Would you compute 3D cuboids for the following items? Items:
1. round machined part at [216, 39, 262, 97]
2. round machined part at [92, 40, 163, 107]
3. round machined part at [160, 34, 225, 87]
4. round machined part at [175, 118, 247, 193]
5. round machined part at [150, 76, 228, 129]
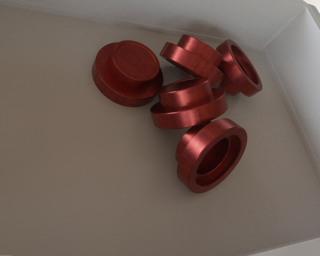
[{"bbox_3d":[0.121,-0.091,0.504,0.098,0.042,0.098,35,36,-32],"label":"round machined part"},{"bbox_3d":[-0.039,-0.081,0.424,0.099,0.042,0.098,14,56,-21],"label":"round machined part"},{"bbox_3d":[0.052,-0.101,0.451,0.098,0.042,0.098,29,8,-4],"label":"round machined part"},{"bbox_3d":[0.058,0.029,0.382,0.099,0.097,0.042,-17,42,-35],"label":"round machined part"},{"bbox_3d":[0.034,-0.036,0.398,0.099,0.098,0.042,-29,112,-38],"label":"round machined part"}]
